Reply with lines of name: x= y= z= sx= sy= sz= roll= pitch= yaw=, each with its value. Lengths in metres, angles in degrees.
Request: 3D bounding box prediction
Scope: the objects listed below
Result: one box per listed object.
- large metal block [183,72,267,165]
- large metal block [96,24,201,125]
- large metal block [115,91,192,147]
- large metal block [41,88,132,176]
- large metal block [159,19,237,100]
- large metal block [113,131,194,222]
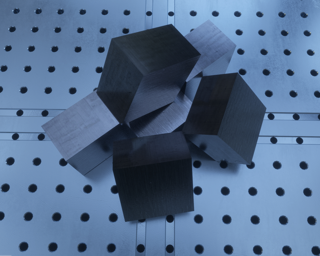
large metal block: x=0.081 y=-0.010 z=0.379 sx=0.050 sy=0.080 sz=0.080 roll=2 pitch=63 yaw=45
large metal block: x=-0.014 y=-0.058 z=0.337 sx=0.081 sy=0.080 sz=0.050 roll=-27 pitch=70 yaw=-36
large metal block: x=-0.008 y=-0.019 z=0.407 sx=0.080 sy=0.050 sz=0.080 roll=-37 pitch=74 yaw=-13
large metal block: x=-0.083 y=0.007 z=0.378 sx=0.080 sy=0.080 sz=0.050 roll=-36 pitch=74 yaw=-12
large metal block: x=0.046 y=-0.082 z=0.413 sx=0.080 sy=0.080 sz=0.050 roll=-37 pitch=75 yaw=-13
large metal block: x=-0.007 y=0.055 z=0.355 sx=0.080 sy=0.080 sz=0.050 roll=-8 pitch=34 yaw=-3
